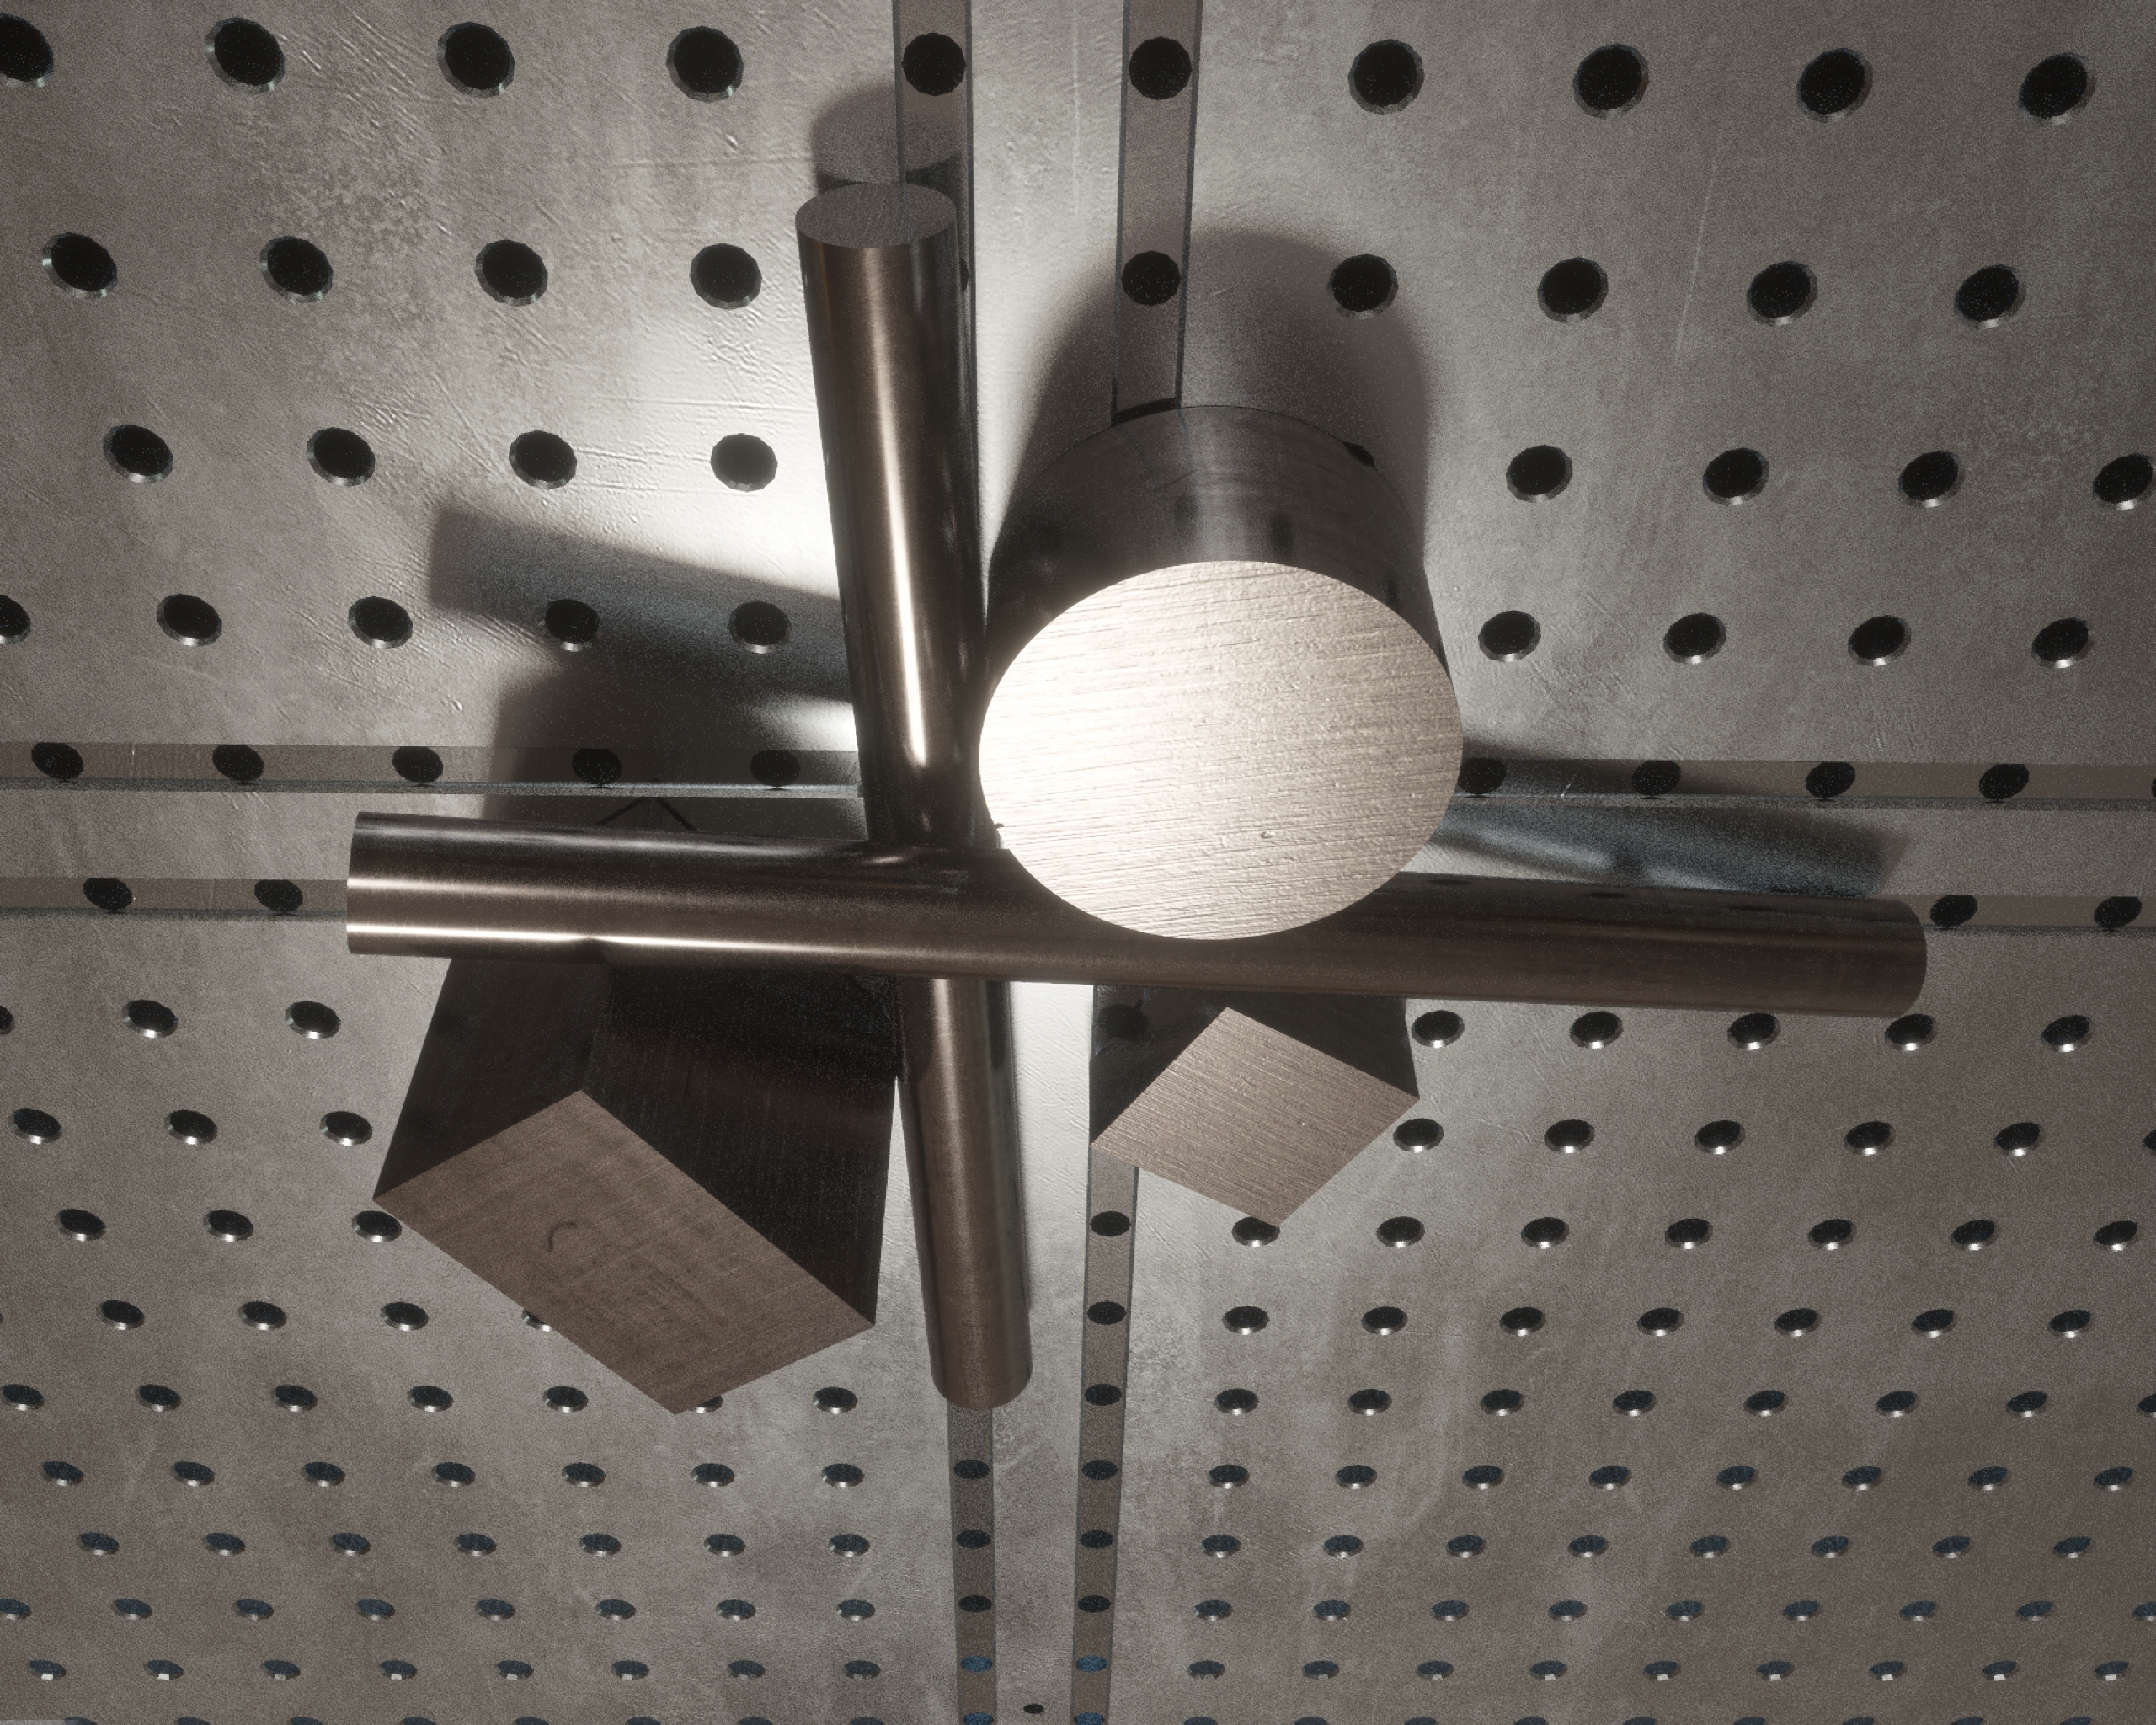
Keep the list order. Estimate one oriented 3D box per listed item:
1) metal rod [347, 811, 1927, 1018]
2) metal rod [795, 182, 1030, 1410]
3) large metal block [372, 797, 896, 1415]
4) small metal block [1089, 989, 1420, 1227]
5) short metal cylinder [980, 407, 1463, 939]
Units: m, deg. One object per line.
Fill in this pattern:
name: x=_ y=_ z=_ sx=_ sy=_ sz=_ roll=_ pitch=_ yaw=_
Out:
metal rod: x=0.021 y=0.012 z=0.397 sx=0.302 sy=0.025 sz=0.025 roll=3 pitch=131 yaw=-13
metal rod: x=-0.028 y=0.012 z=0.422 sx=0.025 sy=0.025 sz=0.298 roll=-1 pitch=130 yaw=1
large metal block: x=-0.082 y=0.048 z=0.414 sx=0.050 sy=0.080 sz=0.080 roll=-28 pitch=125 yaw=21
small metal block: x=0.037 y=0.047 z=0.454 sx=0.050 sy=0.025 sz=0.050 roll=26 pitch=125 yaw=-21
short metal cylinder: x=0.024 y=-0.033 z=0.368 sx=0.081 sy=0.050 sz=0.079 roll=0 pitch=130 yaw=0
